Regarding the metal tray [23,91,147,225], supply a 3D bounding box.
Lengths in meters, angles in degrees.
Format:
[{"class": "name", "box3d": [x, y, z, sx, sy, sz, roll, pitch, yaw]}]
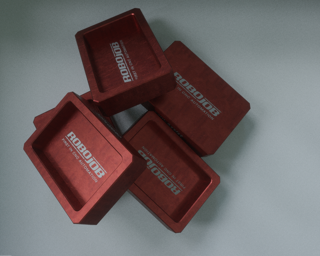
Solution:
[{"class": "metal tray", "box3d": [-0.087, 0.030, 0.343, 0.090, 0.030, 0.130, -49, 59, 2]}]

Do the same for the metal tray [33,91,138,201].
[{"class": "metal tray", "box3d": [-0.094, 0.027, 0.407, 0.090, 0.030, 0.129, -26, 90, -1]}]

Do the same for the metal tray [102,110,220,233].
[{"class": "metal tray", "box3d": [0.001, 0.054, 0.387, 0.130, 0.030, 0.090, 45, 71, -7]}]

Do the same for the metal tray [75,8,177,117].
[{"class": "metal tray", "box3d": [-0.045, -0.083, 0.373, 0.090, 0.030, 0.130, -23, 55, -1]}]

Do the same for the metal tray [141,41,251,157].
[{"class": "metal tray", "box3d": [0.039, -0.037, 0.397, 0.130, 0.030, 0.090, 42, 73, -1]}]
